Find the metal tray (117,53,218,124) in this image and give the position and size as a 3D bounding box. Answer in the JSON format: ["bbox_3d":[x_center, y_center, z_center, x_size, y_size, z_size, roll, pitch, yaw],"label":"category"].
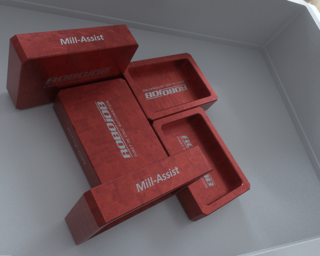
[{"bbox_3d":[0.010,-0.056,0.441,0.131,0.030,0.090,-19,72,-35],"label":"metal tray"}]

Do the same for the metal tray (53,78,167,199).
[{"bbox_3d":[-0.057,0.008,0.365,0.091,0.030,0.130,-19,72,-36],"label":"metal tray"}]

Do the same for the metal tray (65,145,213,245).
[{"bbox_3d":[-0.020,0.066,0.310,0.131,0.090,0.030,-19,72,-35],"label":"metal tray"}]

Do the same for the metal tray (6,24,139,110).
[{"bbox_3d":[-0.098,-0.069,0.350,0.131,0.090,0.030,-20,73,-36],"label":"metal tray"}]

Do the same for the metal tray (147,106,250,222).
[{"bbox_3d":[0.048,0.041,0.402,0.091,0.030,0.130,-19,72,-36],"label":"metal tray"}]
